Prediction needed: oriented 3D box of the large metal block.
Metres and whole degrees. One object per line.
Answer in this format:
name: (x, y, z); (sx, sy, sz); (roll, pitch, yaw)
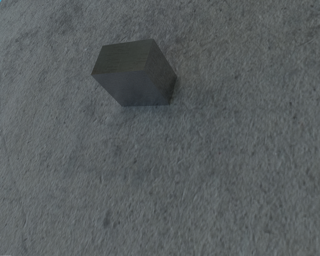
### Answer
large metal block: (-0.033, -0.073, 0.429); (0.080, 0.080, 0.050); (1, 62, 28)
